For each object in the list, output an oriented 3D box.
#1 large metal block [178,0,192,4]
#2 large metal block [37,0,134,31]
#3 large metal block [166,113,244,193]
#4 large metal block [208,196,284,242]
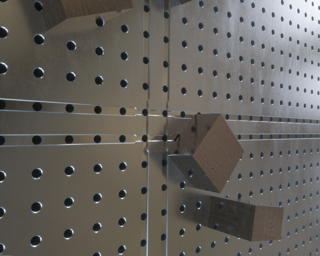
[{"bbox_3d":[0.035,-0.235,0.424,0.080,0.050,0.080,33,69,-35],"label":"large metal block"},{"bbox_3d":[-0.085,-0.154,0.323,0.081,0.050,0.080,-27,107,-37],"label":"large metal block"},{"bbox_3d":[0.069,0.036,0.453,0.080,0.050,0.080,-52,121,-27],"label":"large metal block"},{"bbox_3d":[0.136,0.142,0.491,0.081,0.080,0.050,15,81,-39],"label":"large metal block"}]
